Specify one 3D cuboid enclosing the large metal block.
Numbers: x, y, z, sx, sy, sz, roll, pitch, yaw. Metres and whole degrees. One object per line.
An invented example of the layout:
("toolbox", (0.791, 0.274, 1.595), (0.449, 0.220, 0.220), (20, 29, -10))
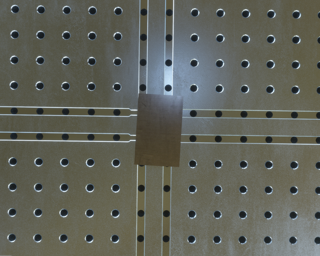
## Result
("large metal block", (-0.001, 0.002, 0.385), (0.050, 0.080, 0.079), (3, 90, 0))
